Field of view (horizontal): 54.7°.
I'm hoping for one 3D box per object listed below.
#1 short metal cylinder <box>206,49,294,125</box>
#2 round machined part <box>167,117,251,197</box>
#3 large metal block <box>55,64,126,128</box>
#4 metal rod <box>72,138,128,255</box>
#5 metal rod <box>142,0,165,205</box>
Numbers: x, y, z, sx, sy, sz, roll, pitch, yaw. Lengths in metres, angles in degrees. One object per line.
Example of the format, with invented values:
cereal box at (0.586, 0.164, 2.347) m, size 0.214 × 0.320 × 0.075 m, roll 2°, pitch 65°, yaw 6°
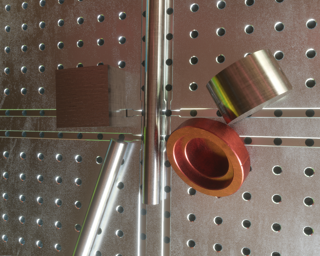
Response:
short metal cylinder at (0.100, -0.044, 0.348) m, size 0.080 × 0.080 × 0.050 m, roll -30°, pitch 81°, yaw 17°
round machined part at (0.060, 0.030, 0.366) m, size 0.098 × 0.042 × 0.097 m, roll 22°, pitch 133°, yaw 27°
large metal block at (-0.095, -0.041, 0.432) m, size 0.080 × 0.050 × 0.079 m, roll -2°, pitch 90°, yaw 19°
metal rod at (-0.105, 0.158, 0.448) m, size 0.025 × 0.025 × 0.298 m, roll 21°, pitch 97°, yaw 18°
metal rod at (-0.009, -0.049, 0.414) m, size 0.025 × 0.025 × 0.298 m, roll 1°, pitch 90°, yaw 19°
